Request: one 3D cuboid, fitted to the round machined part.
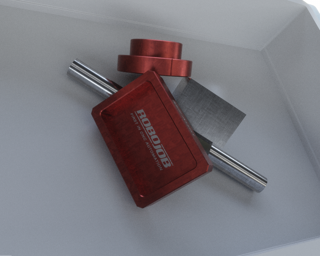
[{"bbox_3d":[-0.006,-0.093,0.410,0.099,0.098,0.042,-2,103,-30],"label":"round machined part"}]

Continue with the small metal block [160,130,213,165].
[{"bbox_3d":[0.030,0.024,0.390,0.050,0.050,0.025,33,51,-7],"label":"small metal block"}]

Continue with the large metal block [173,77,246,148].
[{"bbox_3d":[0.055,-0.024,0.409,0.080,0.050,0.080,32,9,-8],"label":"large metal block"}]

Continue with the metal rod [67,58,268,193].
[{"bbox_3d":[0.015,0.001,0.413,0.301,0.025,0.025,32,51,-8],"label":"metal rod"}]

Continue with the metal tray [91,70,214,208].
[{"bbox_3d":[-0.011,0.012,0.352,0.130,0.090,0.030,61,13,15],"label":"metal tray"}]
